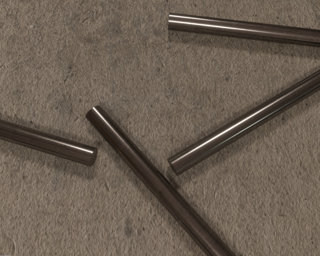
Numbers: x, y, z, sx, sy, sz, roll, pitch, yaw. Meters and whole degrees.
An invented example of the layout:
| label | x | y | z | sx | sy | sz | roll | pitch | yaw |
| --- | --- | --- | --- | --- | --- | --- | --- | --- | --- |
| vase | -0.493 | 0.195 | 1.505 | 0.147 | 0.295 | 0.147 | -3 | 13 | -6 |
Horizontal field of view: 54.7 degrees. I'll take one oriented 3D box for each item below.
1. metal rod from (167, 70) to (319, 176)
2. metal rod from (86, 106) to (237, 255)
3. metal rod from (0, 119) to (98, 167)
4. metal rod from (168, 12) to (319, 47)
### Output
| label | x | y | z | sx | sy | sz | roll | pitch | yaw |
| --- | --- | --- | --- | --- | --- | --- | --- | --- | --- |
| metal rod | 0.145 | -0.023 | 0.418 | 0.302 | 0.025 | 0.025 | -29 | 73 | -11 |
| metal rod | 0.011 | 0.084 | 0.377 | 0.025 | 0.025 | 0.300 | -40 | 75 | -13 |
| metal rod | -0.229 | -0.004 | 0.406 | 0.301 | 0.025 | 0.025 | 16 | 71 | 5 |
| metal rod | 0.163 | -0.142 | 0.462 | 0.302 | 0.025 | 0.025 | 7 | 70 | 2 |
